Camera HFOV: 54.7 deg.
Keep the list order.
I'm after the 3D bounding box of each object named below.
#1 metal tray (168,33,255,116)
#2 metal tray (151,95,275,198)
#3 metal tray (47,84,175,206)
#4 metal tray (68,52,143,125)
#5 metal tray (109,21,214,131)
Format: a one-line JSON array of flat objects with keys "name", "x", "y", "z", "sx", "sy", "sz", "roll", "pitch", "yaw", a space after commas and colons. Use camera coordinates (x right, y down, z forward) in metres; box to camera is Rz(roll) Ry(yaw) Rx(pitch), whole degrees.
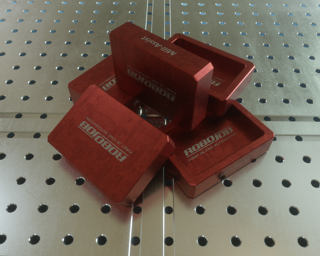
[{"name": "metal tray", "x": 0.052, "y": -0.079, "z": 0.432, "sx": 0.130, "sy": 0.030, "sz": 0.090, "roll": 29, "pitch": 56, "yaw": 22}, {"name": "metal tray", "x": 0.064, "y": 0.017, "z": 0.389, "sx": 0.131, "sy": 0.030, "sz": 0.090, "roll": -27, "pitch": 55, "yaw": -21}, {"name": "metal tray", "x": -0.059, "y": 0.017, "z": 0.365, "sx": 0.130, "sy": 0.030, "sz": 0.090, "roll": 35, "pitch": 83, "yaw": 25}, {"name": "metal tray", "x": -0.056, "y": -0.068, "z": 0.460, "sx": 0.090, "sy": 0.030, "sz": 0.131, "roll": 32, "pitch": 56, "yaw": 23}, {"name": "metal tray", "x": -0.002, "y": -0.063, "z": 0.378, "sx": 0.130, "sy": 0.089, "sz": 0.030, "roll": 33, "pitch": 58, "yaw": 24}]
